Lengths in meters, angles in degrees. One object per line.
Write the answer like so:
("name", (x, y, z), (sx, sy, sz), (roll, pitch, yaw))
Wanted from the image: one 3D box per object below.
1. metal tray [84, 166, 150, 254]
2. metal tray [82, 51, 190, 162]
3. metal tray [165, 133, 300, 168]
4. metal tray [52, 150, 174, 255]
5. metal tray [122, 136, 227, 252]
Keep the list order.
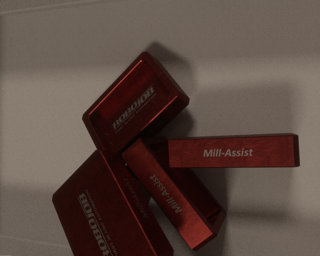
("metal tray", (-0.049, 0.111, 0.392), (0.030, 0.090, 0.129), (24, 98, 18))
("metal tray", (-0.036, -0.024, 0.403), (0.130, 0.030, 0.090), (-43, 56, 14))
("metal tray", (0.081, 0.024, 0.346), (0.130, 0.090, 0.030), (-3, 89, 19))
("metal tray", (-0.055, 0.099, 0.322), (0.090, 0.030, 0.130), (-44, 60, 18))
("metal tray", (0.021, 0.069, 0.367), (0.030, 0.090, 0.130), (-42, 77, 14))
